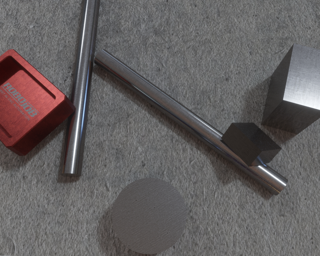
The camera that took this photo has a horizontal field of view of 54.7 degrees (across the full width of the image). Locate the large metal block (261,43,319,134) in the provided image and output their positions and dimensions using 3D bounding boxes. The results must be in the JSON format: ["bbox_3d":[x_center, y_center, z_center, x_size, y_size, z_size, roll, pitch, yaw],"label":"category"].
[{"bbox_3d":[0.175,-0.047,0.398,0.050,0.080,0.080,16,71,5],"label":"large metal block"}]

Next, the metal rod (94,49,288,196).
[{"bbox_3d":[0.032,-0.014,0.413,0.300,0.025,0.025,37,74,12],"label":"metal rod"}]

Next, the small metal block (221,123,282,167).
[{"bbox_3d":[0.113,0.019,0.382,0.050,0.025,0.050,-1,41,-44],"label":"small metal block"}]

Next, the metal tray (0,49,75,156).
[{"bbox_3d":[-0.186,-0.037,0.402,0.130,0.030,0.090,39,75,24],"label":"metal tray"}]

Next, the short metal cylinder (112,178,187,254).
[{"bbox_3d":[-0.011,0.102,0.358,0.081,0.050,0.080,0,70,0],"label":"short metal cylinder"}]

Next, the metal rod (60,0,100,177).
[{"bbox_3d":[-0.108,-0.082,0.436,0.025,0.025,0.299,1,70,0],"label":"metal rod"}]
